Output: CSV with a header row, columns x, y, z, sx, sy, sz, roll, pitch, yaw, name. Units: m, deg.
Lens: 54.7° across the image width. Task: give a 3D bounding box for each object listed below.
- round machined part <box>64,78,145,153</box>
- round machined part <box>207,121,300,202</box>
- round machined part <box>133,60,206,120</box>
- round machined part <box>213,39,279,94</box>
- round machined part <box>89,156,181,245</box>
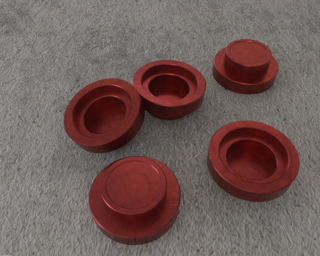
x,y,z,sx,sy,sz,roll,pitch,yaw,name
-0.066,-0.012,0.391,0.098,0.042,0.098,-7,58,12,round machined part
0.104,0.041,0.358,0.099,0.042,0.098,0,50,0,round machined part
0.012,-0.049,0.430,0.099,0.042,0.098,2,48,-2,round machined part
0.133,-0.101,0.477,0.099,0.042,0.098,0,50,0,round machined part
-0.027,0.070,0.333,0.099,0.042,0.098,0,50,0,round machined part
